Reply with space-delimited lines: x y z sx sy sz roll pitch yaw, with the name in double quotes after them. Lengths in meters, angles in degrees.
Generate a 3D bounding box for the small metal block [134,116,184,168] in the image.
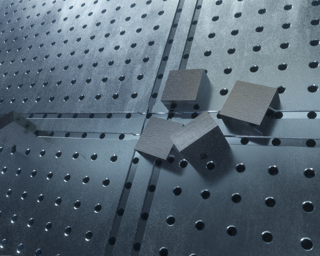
0.003 0.017 0.395 0.050 0.025 0.050 16 70 34 "small metal block"

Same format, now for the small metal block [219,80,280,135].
0.106 -0.025 0.367 0.050 0.025 0.050 19 72 35 "small metal block"

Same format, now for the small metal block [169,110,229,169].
0.047 0.015 0.358 0.050 0.050 0.025 -36 52 4 "small metal block"

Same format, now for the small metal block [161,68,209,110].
0.034 -0.052 0.421 0.050 0.025 0.050 3 63 29 "small metal block"

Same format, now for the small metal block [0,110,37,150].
-0.244 0.004 0.515 0.050 0.050 0.025 -30 52 9 "small metal block"
